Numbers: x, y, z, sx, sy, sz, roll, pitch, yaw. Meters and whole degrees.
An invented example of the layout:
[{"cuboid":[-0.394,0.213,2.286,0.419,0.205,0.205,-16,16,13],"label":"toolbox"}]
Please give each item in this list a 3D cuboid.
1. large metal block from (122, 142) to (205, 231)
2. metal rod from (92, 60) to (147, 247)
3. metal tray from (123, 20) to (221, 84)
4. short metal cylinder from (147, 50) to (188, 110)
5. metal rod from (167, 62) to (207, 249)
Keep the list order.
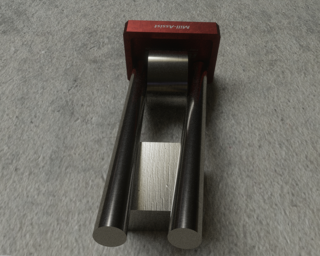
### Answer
[{"cuboid":[0.003,0.062,0.333,0.081,0.050,0.080,1,50,1],"label":"large metal block"},{"cuboid":[-0.032,-0.006,0.350,0.025,0.025,0.300,2,35,1],"label":"metal rod"},{"cuboid":[0.016,-0.109,0.454,0.131,0.089,0.030,2,50,1],"label":"metal tray"},{"cuboid":[0.010,-0.065,0.425,0.050,0.080,0.080,2,50,1],"label":"short metal cylinder"},{"cuboid":[0.039,-0.004,0.348,0.025,0.025,0.301,7,35,5],"label":"metal rod"}]
